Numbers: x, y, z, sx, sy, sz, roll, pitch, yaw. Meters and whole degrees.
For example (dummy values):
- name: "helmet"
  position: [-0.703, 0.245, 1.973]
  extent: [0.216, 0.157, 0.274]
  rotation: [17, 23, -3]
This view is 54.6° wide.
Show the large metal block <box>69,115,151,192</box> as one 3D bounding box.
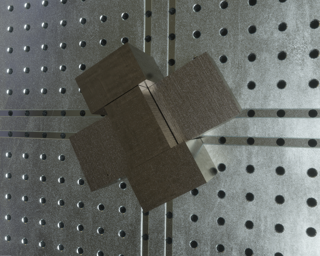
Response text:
- name: "large metal block"
  position: [-0.064, 0.031, 0.423]
  extent: [0.080, 0.050, 0.080]
  rotation: [-28, 80, 18]

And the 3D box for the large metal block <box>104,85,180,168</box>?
- name: "large metal block"
  position: [-0.013, -0.002, 0.388]
  extent: [0.050, 0.080, 0.080]
  rotation: [-30, 80, 18]

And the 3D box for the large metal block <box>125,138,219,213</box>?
- name: "large metal block"
  position: [0.018, 0.055, 0.377]
  extent: [0.080, 0.080, 0.050]
  rotation: [-30, 80, 17]

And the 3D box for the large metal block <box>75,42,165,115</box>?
- name: "large metal block"
  position: [-0.046, -0.057, 0.399]
  extent: [0.080, 0.080, 0.050]
  rotation: [-30, 80, 18]

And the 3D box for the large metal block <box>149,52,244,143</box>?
- name: "large metal block"
  position: [0.046, -0.034, 0.383]
  extent: [0.080, 0.050, 0.080]
  rotation: [-30, 82, 17]
